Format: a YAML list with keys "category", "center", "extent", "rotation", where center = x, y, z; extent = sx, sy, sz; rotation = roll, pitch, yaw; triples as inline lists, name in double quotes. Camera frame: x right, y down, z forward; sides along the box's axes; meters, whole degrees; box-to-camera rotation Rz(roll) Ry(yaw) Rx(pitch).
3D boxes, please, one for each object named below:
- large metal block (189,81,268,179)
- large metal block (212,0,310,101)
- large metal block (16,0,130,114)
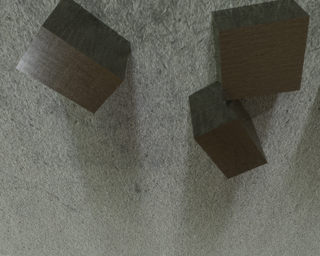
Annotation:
- category: "large metal block"
  center: [0.080, 0.000, 0.371]
  extent: [0.050, 0.080, 0.080]
  rotation: [-28, 125, 21]
- category: "large metal block"
  center: [0.100, -0.080, 0.323]
  extent: [0.080, 0.050, 0.080]
  rotation: [-8, 130, 6]
- category: "large metal block"
  center: [-0.080, -0.074, 0.307]
  extent: [0.080, 0.080, 0.050]
  rotation: [32, 123, -25]
